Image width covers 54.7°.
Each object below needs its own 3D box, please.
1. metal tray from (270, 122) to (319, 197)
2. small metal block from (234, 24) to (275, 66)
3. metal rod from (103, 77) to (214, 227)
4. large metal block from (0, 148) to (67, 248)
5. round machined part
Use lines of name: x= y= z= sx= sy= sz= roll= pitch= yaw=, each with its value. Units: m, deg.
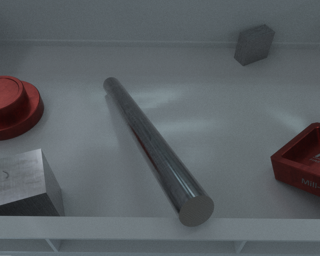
metal tray: x=0.199 y=0.039 z=0.329 sx=0.091 sy=0.030 sz=0.130 roll=-32 pitch=27 yaw=-23
small metal block: x=0.153 y=-0.134 z=0.504 sx=0.050 sy=0.050 sz=0.025 roll=-22 pitch=54 yaw=-18
metal rod: x=-0.024 y=-0.005 z=0.331 sx=0.025 sy=0.025 sz=0.300 roll=-16 pitch=28 yaw=-13
large metal block: x=-0.145 y=0.073 z=0.306 sx=0.081 sy=0.080 sz=0.050 roll=-14 pitch=52 yaw=-12
round machined part: x=-0.214 y=-0.034 z=0.420 sx=0.099 sy=0.042 sz=0.098 roll=0 pitch=50 yaw=0
